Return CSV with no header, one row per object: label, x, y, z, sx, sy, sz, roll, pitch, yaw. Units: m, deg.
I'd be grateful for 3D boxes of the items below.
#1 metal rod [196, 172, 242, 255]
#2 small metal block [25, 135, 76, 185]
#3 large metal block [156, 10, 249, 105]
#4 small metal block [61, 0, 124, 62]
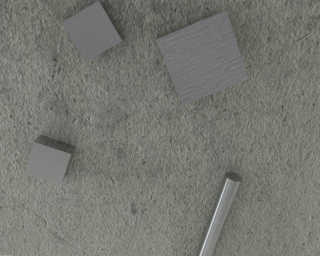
metal rod,0.069,0.205,0.486,0.025,0.025,0.298,13,110,-5
small metal block,-0.150,0.044,0.424,0.050,0.025,0.050,20,109,-8
large metal block,0.048,-0.084,0.366,0.080,0.050,0.080,-21,109,7
small metal block,-0.078,-0.114,0.367,0.050,0.025,0.050,-27,108,9
